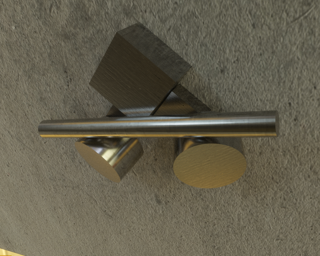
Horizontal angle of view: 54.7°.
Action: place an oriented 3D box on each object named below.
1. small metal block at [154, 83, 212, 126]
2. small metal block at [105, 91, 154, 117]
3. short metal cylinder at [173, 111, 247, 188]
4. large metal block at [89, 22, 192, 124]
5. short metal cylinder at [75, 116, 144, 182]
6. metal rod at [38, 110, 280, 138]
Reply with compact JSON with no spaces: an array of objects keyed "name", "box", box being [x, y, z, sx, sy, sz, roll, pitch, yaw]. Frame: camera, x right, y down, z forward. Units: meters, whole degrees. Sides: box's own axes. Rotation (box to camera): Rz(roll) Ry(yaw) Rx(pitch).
[{"name":"small metal block","box":[0.026,-0.018,0.383,0.050,0.025,0.050,40,129,1]},{"name":"small metal block","box":[-0.038,-0.020,0.416,0.050,0.025,0.050,40,128,1]},{"name":"short metal cylinder","box":[0.056,0.027,0.361,0.080,0.050,0.080,1,135,2]},{"name":"large metal block","box":[-0.024,-0.062,0.364,0.080,0.050,0.080,41,129,0]},{"name":"short metal cylinder","box":[-0.070,0.030,0.429,0.080,0.050,0.080,31,153,19]},{"name":"metal rod","box":[-0.025,-0.001,0.354,0.300,0.025,0.025,-1,118,28]}]
